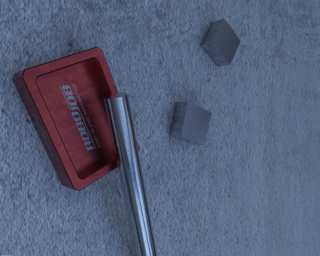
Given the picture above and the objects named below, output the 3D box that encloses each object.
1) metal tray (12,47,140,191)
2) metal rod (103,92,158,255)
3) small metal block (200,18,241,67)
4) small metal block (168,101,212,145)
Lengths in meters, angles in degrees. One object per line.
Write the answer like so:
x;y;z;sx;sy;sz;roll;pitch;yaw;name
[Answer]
-0.083;-0.011;0.332;0.091;0.030;0.129;-31;110;-36;metal tray
-0.023;0.107;0.360;0.025;0.025;0.298;-24;113;-38;metal rod
0.096;-0.133;0.488;0.050;0.025;0.050;40;65;-33;small metal block
0.044;-0.006;0.444;0.050;0.025;0.050;21;77;-38;small metal block
